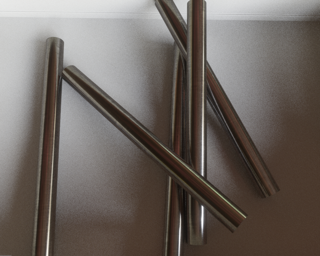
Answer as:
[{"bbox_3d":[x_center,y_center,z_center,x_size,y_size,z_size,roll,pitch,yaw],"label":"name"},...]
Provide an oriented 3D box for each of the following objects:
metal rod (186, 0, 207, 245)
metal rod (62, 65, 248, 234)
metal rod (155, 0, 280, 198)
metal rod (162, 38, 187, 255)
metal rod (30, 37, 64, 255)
[{"bbox_3d":[0.045,-0.014,0.382,0.025,0.025,0.298,1,82,0],"label":"metal rod"},{"bbox_3d":[-0.022,0.011,0.379,0.300,0.025,0.025,40,75,23],"label":"metal rod"},{"bbox_3d":[0.070,-0.050,0.410,0.025,0.025,0.299,-25,79,-9],"label":"metal rod"},{"bbox_3d":[0.023,0.016,0.403,0.025,0.025,0.299,3,70,1],"label":"metal rod"},{"bbox_3d":[-0.144,0.014,0.403,0.025,0.025,0.299,-3,70,-1],"label":"metal rod"}]
